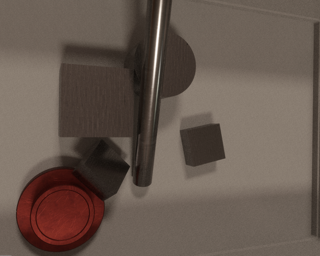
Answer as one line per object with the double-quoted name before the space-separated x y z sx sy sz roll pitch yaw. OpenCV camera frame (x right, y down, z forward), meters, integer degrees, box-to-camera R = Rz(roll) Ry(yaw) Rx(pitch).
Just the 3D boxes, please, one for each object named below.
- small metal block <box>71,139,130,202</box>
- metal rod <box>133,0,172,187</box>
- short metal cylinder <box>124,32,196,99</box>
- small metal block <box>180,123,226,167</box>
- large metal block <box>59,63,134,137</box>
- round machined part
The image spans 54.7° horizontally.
"small metal block" -0.069 0.050 0.371 0.050 0.025 0.050 46 31 -14
"metal rod" -0.008 -0.064 0.342 0.025 0.025 0.298 -3 117 -20
"short metal cylinder" -0.001 -0.078 0.398 0.081 0.050 0.079 0 90 -21
"small metal block" 0.060 0.023 0.434 0.050 0.025 0.050 -12 94 -20
"large metal block" -0.077 -0.030 0.369 0.081 0.050 0.079 1 90 -21
"round machined part" -0.114 0.096 0.360 0.099 0.042 0.097 0 90 -21
